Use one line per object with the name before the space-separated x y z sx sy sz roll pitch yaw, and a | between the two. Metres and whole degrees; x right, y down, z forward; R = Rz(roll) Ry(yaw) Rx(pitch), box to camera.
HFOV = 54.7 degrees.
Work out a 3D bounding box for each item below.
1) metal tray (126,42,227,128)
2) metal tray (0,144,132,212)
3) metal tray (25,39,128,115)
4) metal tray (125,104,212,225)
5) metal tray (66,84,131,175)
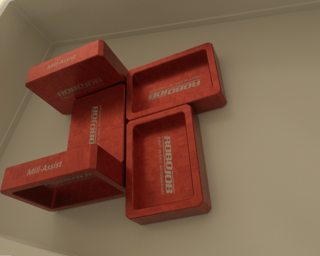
metal tray | 0.018 -0.056 0.424 0.130 0.030 0.090 -16 55 18
metal tray | -0.109 0.065 0.376 0.130 0.090 0.030 -16 56 19
metal tray | -0.118 -0.070 0.462 0.130 0.090 0.030 -17 55 18
metal tray | 0.006 0.042 0.371 0.090 0.030 0.130 -16 55 18
metal tray | -0.083 0.007 0.436 0.090 0.030 0.130 -16 55 18
